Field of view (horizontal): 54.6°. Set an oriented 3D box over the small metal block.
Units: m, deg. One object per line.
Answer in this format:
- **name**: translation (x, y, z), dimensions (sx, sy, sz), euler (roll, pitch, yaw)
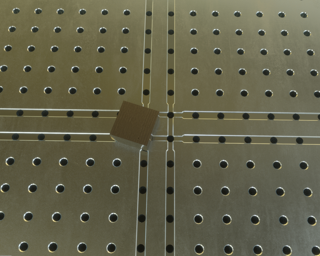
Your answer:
- **small metal block**: translation (-0.032, -0.003, 0.413), dimensions (0.050, 0.025, 0.050), euler (17, 71, 6)
